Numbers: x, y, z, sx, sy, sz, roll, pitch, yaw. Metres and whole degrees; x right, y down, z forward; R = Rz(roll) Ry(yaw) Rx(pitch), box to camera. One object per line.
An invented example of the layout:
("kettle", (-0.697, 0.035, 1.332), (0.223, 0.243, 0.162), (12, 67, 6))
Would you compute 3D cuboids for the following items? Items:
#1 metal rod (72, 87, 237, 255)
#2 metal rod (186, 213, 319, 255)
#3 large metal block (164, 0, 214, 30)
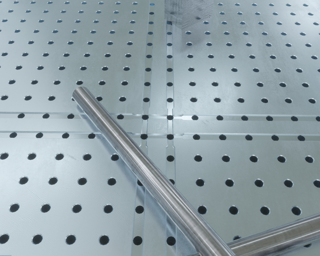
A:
("metal rod", (-0.028, 0.035, 0.359), (0.025, 0.025, 0.300), (-29, 50, -22))
("metal rod", (0.077, 0.123, 0.304), (0.302, 0.025, 0.025), (-13, 51, -11))
("large metal block", (0.056, -0.243, 0.576), (0.080, 0.080, 0.050), (-32, 57, -24))
